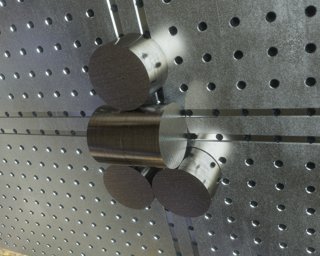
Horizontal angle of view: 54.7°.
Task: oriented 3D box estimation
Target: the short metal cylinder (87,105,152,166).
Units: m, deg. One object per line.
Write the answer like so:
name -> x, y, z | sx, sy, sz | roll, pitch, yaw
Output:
short metal cylinder -> -0.050, 0.009, 0.406 | 0.050, 0.080, 0.080 | 0, 119, 28

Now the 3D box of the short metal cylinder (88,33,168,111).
short metal cylinder -> -0.037, -0.068, 0.371 | 0.080, 0.050, 0.079 | 13, 124, 20

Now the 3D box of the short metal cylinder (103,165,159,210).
short metal cylinder -> -0.035, 0.072, 0.455 | 0.080, 0.050, 0.079 | 13, 124, 20

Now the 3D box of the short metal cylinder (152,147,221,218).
short metal cylinder -> 0.036, 0.073, 0.418 | 0.080, 0.050, 0.079 | 13, 124, 20

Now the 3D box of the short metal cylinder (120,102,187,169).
short metal cylinder -> -0.005, 0.009, 0.383 | 0.050, 0.080, 0.080 | 0, 119, 28
